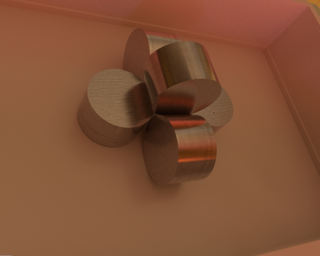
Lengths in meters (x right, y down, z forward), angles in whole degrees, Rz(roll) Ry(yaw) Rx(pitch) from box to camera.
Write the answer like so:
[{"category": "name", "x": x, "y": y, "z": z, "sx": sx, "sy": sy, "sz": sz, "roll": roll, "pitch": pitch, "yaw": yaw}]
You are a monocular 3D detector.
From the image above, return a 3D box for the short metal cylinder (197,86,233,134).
[{"category": "short metal cylinder", "x": 0.054, "y": -0.026, "z": 0.431, "sx": 0.081, "sy": 0.050, "sz": 0.080, "roll": 14, "pitch": 56, "yaw": -21}]

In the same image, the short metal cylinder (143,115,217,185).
[{"category": "short metal cylinder", "x": 0.021, "y": 0.024, "z": 0.364, "sx": 0.050, "sy": 0.080, "sz": 0.080, "roll": -2, "pitch": 63, "yaw": -30}]

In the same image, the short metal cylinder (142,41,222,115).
[{"category": "short metal cylinder", "x": 0.024, "y": -0.053, "z": 0.357, "sx": 0.081, "sy": 0.080, "sz": 0.050, "roll": -1, "pitch": 62, "yaw": -29}]

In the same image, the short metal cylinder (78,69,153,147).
[{"category": "short metal cylinder", "x": -0.053, "y": -0.024, "z": 0.373, "sx": 0.081, "sy": 0.050, "sz": 0.080, "roll": 14, "pitch": 56, "yaw": -21}]

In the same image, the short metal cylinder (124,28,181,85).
[{"category": "short metal cylinder", "x": -0.010, "y": -0.090, "z": 0.417, "sx": 0.050, "sy": 0.080, "sz": 0.080, "roll": -2, "pitch": 63, "yaw": -30}]
